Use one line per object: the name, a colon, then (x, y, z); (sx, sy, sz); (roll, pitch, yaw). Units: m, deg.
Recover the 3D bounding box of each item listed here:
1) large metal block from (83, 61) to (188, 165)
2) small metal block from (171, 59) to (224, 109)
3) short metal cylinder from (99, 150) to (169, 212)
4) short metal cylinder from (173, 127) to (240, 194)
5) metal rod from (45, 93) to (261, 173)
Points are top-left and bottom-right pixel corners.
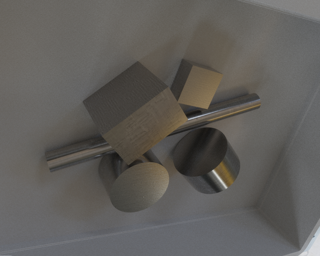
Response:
large metal block: (-0.029, -0.019, 0.345); (0.080, 0.080, 0.050); (-37, 130, -4)
small metal block: (0.046, -0.056, 0.399); (0.050, 0.025, 0.050); (9, 114, -33)
short metal cylinder: (-0.035, 0.065, 0.412); (0.081, 0.050, 0.079); (-14, 125, -21)
short metal cylinder: (0.066, 0.046, 0.438); (0.080, 0.080, 0.050); (-40, 130, -1)
metal rod: (0.006, 0.000, 0.412); (0.302, 0.025, 0.025); (-16, 125, -20)
